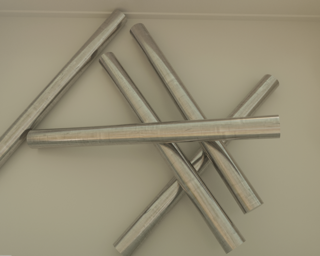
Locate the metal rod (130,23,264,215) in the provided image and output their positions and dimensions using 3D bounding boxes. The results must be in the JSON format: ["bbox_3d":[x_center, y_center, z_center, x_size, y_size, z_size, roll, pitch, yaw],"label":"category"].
[{"bbox_3d":[0.035,-0.029,0.401,0.025,0.025,0.299,-26,65,-9],"label":"metal rod"}]

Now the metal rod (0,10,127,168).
[{"bbox_3d":[-0.144,-0.053,0.427,0.025,0.025,0.300,32,73,11],"label":"metal rod"}]

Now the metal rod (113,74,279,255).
[{"bbox_3d":[0.056,0.038,0.396,0.025,0.025,0.301,41,74,13],"label":"metal rod"}]

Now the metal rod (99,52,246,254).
[{"bbox_3d":[0.002,0.013,0.385,0.025,0.025,0.299,-30,66,-11],"label":"metal rod"}]

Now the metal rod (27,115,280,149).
[{"bbox_3d":[-0.020,0.007,0.364,0.301,0.025,0.025,-3,69,15],"label":"metal rod"}]
